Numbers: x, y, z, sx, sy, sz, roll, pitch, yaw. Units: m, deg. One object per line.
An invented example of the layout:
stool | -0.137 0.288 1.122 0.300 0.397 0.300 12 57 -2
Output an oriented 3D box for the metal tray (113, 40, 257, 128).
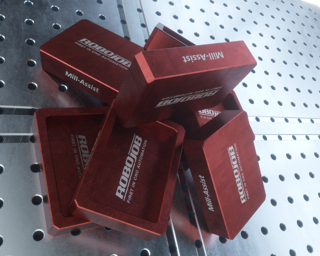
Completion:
metal tray | 0.025 -0.046 0.325 0.131 0.090 0.030 -14 69 -29

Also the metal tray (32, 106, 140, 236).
metal tray | -0.082 0.040 0.337 0.091 0.030 0.130 -4 63 -31

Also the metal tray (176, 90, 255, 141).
metal tray | 0.073 -0.020 0.432 0.131 0.030 0.090 6 58 -45

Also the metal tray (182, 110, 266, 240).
metal tray | 0.082 0.054 0.373 0.091 0.030 0.129 -33 113 -37

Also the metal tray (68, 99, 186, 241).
metal tray | -0.028 0.040 0.326 0.090 0.030 0.130 24 53 -13

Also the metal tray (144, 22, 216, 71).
metal tray | 0.028 -0.112 0.444 0.090 0.030 0.130 29 19 -9

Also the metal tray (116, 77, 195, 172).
metal tray | -0.008 -0.007 0.404 0.091 0.030 0.130 -4 61 -32

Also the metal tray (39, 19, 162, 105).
metal tray | -0.071 -0.083 0.395 0.130 0.030 0.090 29 51 10
